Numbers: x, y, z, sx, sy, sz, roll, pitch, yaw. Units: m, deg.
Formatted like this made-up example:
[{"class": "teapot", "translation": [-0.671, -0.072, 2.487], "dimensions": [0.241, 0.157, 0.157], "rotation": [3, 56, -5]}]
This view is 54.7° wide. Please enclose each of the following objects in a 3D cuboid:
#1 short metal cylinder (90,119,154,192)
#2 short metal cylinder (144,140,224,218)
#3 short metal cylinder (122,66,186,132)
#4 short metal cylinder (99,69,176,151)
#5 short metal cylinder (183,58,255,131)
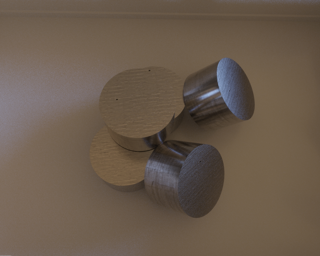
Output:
[{"class": "short metal cylinder", "translation": [-0.041, 0.035, 0.382], "dimensions": [0.081, 0.050, 0.080], "rotation": [0, 70, 0]}, {"class": "short metal cylinder", "translation": [0.029, 0.055, 0.352], "dimensions": [0.050, 0.080, 0.080], "rotation": [5, 63, 45]}, {"class": "short metal cylinder", "translation": [-0.007, -0.033, 0.406], "dimensions": [0.081, 0.050, 0.080], "rotation": [0, 70, 0]}, {"class": "short metal cylinder", "translation": [-0.023, -0.019, 0.347], "dimensions": [0.081, 0.050, 0.080], "rotation": [0, 70, 0]}, {"class": "short metal cylinder", "translation": [0.075, -0.041, 0.389], "dimensions": [0.080, 0.050, 0.080], "rotation": [20, 61, -40]}]
